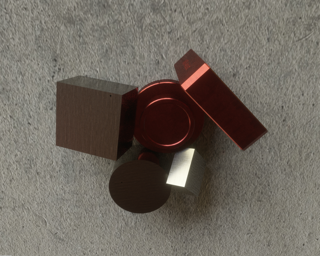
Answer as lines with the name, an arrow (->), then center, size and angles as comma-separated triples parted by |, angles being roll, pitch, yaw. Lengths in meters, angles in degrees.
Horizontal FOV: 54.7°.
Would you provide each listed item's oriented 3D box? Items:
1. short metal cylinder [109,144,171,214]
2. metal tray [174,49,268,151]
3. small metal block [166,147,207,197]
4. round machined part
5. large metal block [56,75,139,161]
short metal cylinder -> -0.026, 0.068, 0.423 | 0.081, 0.050, 0.079 | 0, 110, -1
metal tray -> 0.060, -0.038, 0.341 | 0.030, 0.130, 0.090 | -43, 105, 14
small metal block -> 0.037, 0.058, 0.408 | 0.025, 0.050, 0.050 | 6, 158, 30
round machined part -> 0.009, -0.011, 0.399 | 0.099, 0.042, 0.097 | 0, 110, -1
large metal block -> -0.077, -0.014, 0.378 | 0.080, 0.050, 0.079 | 13, 111, 13
